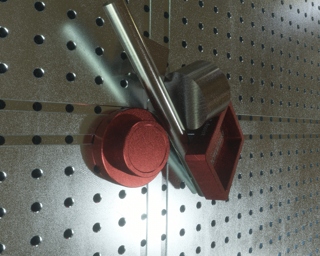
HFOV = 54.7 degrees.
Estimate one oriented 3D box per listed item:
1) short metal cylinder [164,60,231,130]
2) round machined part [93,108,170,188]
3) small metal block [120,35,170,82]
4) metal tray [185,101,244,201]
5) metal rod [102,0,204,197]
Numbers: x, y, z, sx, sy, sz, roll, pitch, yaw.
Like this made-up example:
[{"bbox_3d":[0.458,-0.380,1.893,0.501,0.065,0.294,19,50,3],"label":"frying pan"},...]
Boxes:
[{"bbox_3d":[0.046,-0.044,0.414,0.050,0.080,0.080,-32,110,-36],"label":"short metal cylinder"},{"bbox_3d":[-0.027,0.024,0.376,0.099,0.042,0.097,0,90,-40],"label":"round machined part"},{"bbox_3d":[-0.018,-0.085,0.396,0.050,0.025,0.050,17,79,-39],"label":"small metal block"},{"bbox_3d":[0.085,0.028,0.452,0.090,0.030,0.130,61,40,-31],"label":"metal tray"},{"bbox_3d":[0.010,-0.018,0.398,0.025,0.025,0.299,-47,126,-30],"label":"metal rod"}]
